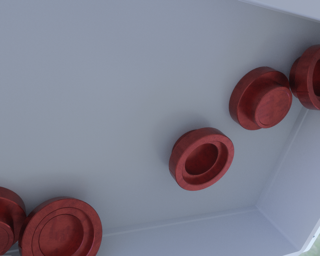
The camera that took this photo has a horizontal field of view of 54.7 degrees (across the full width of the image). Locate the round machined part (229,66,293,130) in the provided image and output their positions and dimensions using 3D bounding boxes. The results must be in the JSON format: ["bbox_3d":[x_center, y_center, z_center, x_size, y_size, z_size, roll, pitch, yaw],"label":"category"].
[{"bbox_3d":[0.156,-0.038,0.462,0.099,0.042,0.097,-14,125,-21],"label":"round machined part"}]

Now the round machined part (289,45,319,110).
[{"bbox_3d":[0.235,-0.076,0.468,0.099,0.042,0.097,-5,100,-30],"label":"round machined part"}]

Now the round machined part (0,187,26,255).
[{"bbox_3d":[-0.207,0.118,0.358,0.099,0.042,0.097,-14,125,-21],"label":"round machined part"}]

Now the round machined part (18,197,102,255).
[{"bbox_3d":[-0.128,0.137,0.395,0.099,0.042,0.097,3,85,-34],"label":"round machined part"}]

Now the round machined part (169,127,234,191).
[{"bbox_3d":[0.056,0.041,0.456,0.099,0.042,0.097,-14,125,-21],"label":"round machined part"}]
